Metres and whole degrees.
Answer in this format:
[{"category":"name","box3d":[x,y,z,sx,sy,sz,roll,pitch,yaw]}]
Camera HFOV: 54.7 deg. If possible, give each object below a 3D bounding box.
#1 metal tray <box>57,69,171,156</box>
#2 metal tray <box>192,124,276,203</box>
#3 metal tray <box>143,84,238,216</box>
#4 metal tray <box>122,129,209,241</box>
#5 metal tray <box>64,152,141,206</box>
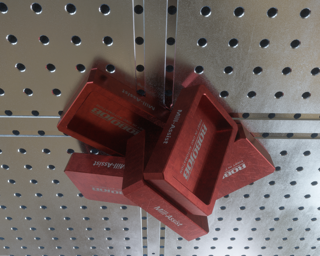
[{"category":"metal tray","box3d":[-0.053,-0.007,0.402,0.131,0.030,0.090,29,124,-23]},{"category":"metal tray","box3d":[0.089,0.059,0.458,0.130,0.030,0.090,-34,123,25]},{"category":"metal tray","box3d":[0.042,0.024,0.365,0.030,0.130,0.090,-9,136,45]},{"category":"metal tray","box3d":[0.010,0.073,0.391,0.030,0.090,0.130,-31,124,23]},{"category":"metal tray","box3d":[-0.058,0.077,0.441,0.131,0.030,0.090,4,143,15]}]
